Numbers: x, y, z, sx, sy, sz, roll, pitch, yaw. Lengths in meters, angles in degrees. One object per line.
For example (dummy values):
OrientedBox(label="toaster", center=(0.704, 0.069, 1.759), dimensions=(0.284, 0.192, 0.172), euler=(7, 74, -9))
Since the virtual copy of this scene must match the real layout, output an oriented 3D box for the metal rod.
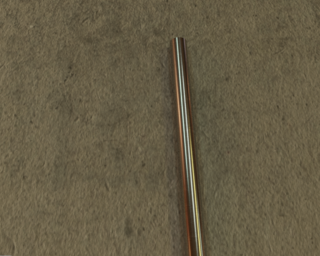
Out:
OrientedBox(label="metal rod", center=(0.034, 0.015, 0.403), dimensions=(0.025, 0.025, 0.299), euler=(-3, 70, -1))
